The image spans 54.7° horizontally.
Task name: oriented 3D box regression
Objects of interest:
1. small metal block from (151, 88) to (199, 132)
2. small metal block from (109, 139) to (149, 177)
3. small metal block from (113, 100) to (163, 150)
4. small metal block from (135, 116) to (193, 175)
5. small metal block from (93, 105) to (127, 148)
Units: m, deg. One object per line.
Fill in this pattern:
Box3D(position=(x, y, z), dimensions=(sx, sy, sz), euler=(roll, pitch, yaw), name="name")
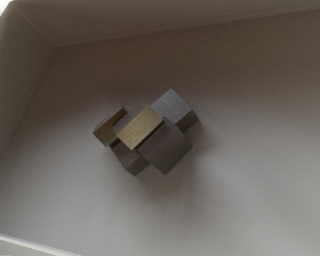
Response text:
Box3D(position=(0.013, -0.016, 0.405), dimensions=(0.050, 0.025, 0.050), euler=(-41, 51, 0), name="small metal block")
Box3D(position=(-0.032, 0.026, 0.403), dimensions=(0.050, 0.025, 0.050), euler=(-41, 51, 0), name="small metal block")
Box3D(position=(-0.028, -0.005, 0.373), dimensions=(0.050, 0.025, 0.050), euler=(-44, 18, -3), name="small metal block")
Box3D(position=(0.006, 0.022, 0.370), dimensions=(0.050, 0.050, 0.025), euler=(-46, 51, -4), name="small metal block")
Box3D(position=(-0.062, -0.004, 0.422), dimensions=(0.050, 0.025, 0.050), euler=(-41, 13, 0), name="small metal block")
